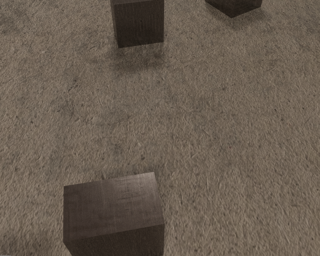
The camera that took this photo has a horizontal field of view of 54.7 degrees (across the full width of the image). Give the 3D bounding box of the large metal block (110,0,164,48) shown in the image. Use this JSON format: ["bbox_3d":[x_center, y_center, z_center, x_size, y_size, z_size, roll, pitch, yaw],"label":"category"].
[{"bbox_3d":[-0.039,-0.189,0.526,0.081,0.080,0.050,-11,51,-9],"label":"large metal block"}]

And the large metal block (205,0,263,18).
[{"bbox_3d":[0.149,-0.271,0.616,0.081,0.050,0.080,-27,55,-21],"label":"large metal block"}]

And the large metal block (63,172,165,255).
[{"bbox_3d":[-0.040,0.090,0.292,0.081,0.080,0.050,-8,51,-7],"label":"large metal block"}]
